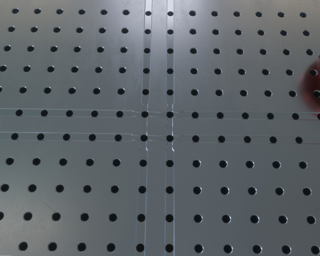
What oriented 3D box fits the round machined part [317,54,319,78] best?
[{"bbox_3d":[0.269,-0.079,0.433,0.099,0.042,0.098,0,70,0],"label":"round machined part"}]
